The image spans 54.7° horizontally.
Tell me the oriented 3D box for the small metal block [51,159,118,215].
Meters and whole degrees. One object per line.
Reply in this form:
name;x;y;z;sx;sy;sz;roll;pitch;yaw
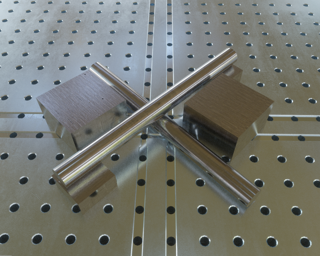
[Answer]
small metal block;-0.086;0.061;0.356;0.050;0.025;0.050;37;59;27

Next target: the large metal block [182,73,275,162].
large metal block;0.087;-0.016;0.406;0.080;0.050;0.080;36;58;26

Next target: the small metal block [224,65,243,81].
small metal block;0.089;-0.080;0.476;0.050;0.025;0.050;-37;59;-27

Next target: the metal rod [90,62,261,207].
metal rod;0.002;-0.007;0.412;0.025;0.025;0.300;-35;59;-26

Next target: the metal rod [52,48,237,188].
metal rod;0.000;-0.028;0.398;0.025;0.025;0.302;37;59;27

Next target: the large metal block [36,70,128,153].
large metal block;-0.100;-0.021;0.408;0.080;0.050;0.080;-36;59;-26
